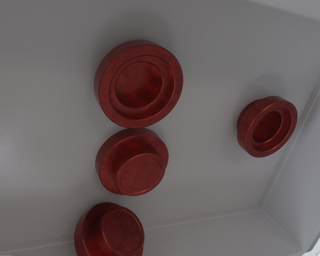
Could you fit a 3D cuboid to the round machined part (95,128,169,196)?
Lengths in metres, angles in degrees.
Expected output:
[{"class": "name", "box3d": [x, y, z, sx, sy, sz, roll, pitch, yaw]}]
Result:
[{"class": "round machined part", "box3d": [-0.032, 0.051, 0.412, 0.099, 0.042, 0.097, -14, 124, -21]}]

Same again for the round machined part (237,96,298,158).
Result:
[{"class": "round machined part", "box3d": [0.160, -0.006, 0.481, 0.099, 0.042, 0.097, -14, 124, -21]}]

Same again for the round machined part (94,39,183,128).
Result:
[{"class": "round machined part", "box3d": [-0.027, -0.052, 0.351, 0.099, 0.042, 0.097, -14, 124, -21]}]

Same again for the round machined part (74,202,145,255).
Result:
[{"class": "round machined part", "box3d": [-0.060, 0.144, 0.413, 0.099, 0.098, 0.042, 23, 130, -37]}]
